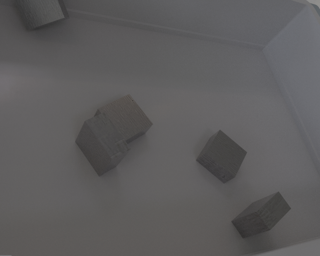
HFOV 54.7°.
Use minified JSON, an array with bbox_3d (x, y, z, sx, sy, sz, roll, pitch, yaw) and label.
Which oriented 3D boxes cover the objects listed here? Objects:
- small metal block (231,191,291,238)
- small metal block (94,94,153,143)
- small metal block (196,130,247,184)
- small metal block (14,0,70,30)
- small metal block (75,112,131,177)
[{"bbox_3d":[0.127,0.110,0.391,0.050,0.050,0.025,-25,76,-37],"label":"small metal block"},{"bbox_3d":[-0.046,-0.008,0.385,0.050,0.025,0.050,-32,80,-38],"label":"small metal block"},{"bbox_3d":[0.086,0.039,0.428,0.050,0.025,0.050,40,51,-1],"label":"small metal block"},{"bbox_3d":[-0.150,-0.156,0.390,0.025,0.050,0.050,-94,166,-72],"label":"small metal block"},{"bbox_3d":[-0.065,0.019,0.343,0.025,0.050,0.050,-29,78,-37],"label":"small metal block"}]
